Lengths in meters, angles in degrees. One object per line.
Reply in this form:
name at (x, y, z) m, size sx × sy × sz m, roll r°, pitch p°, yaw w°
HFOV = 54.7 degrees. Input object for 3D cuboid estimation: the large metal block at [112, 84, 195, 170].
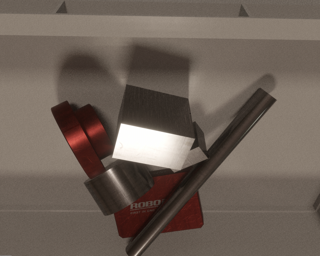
large metal block at (-0.009, -0.002, 0.370) m, size 0.081 × 0.080 × 0.050 m, roll 12°, pitch 127°, yaw -11°

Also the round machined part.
round machined part at (-0.088, 0.009, 0.376) m, size 0.042 × 0.098 × 0.098 m, roll -29°, pitch 130°, yaw -12°

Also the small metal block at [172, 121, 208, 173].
small metal block at (0.033, 0.025, 0.415) m, size 0.050 × 0.050 × 0.025 m, roll -26°, pitch 126°, yaw 20°

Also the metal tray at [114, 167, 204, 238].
metal tray at (-0.005, 0.113, 0.474) m, size 0.131 × 0.030 × 0.089 m, roll -10°, pitch 98°, yaw 8°

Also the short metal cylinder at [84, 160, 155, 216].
short metal cylinder at (-0.054, 0.073, 0.416) m, size 0.080 × 0.080 × 0.050 m, roll -30°, pitch 93°, yaw 23°

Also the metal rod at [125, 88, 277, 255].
metal rod at (0.046, 0.072, 0.420) m, size 0.025 × 0.025 × 0.299 m, roll 30°, pitch 108°, yaw -23°
